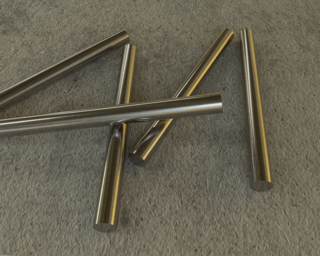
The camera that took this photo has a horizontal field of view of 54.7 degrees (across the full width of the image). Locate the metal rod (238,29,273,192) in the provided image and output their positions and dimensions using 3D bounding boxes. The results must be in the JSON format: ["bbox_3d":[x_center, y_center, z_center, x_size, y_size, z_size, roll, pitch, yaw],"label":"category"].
[{"bbox_3d":[0.132,-0.048,0.445,0.025,0.025,0.300,5,50,4],"label":"metal rod"}]

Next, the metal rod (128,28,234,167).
[{"bbox_3d":[0.045,-0.062,0.455,0.025,0.025,0.301,23,53,18],"label":"metal rod"}]

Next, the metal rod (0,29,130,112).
[{"bbox_3d":[-0.168,-0.078,0.466,0.025,0.025,0.302,38,59,27],"label":"metal rod"}]

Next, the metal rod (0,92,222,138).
[{"bbox_3d":[-0.077,-0.014,0.384,0.302,0.025,0.025,-6,50,6],"label":"metal rod"}]

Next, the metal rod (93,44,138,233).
[{"bbox_3d":[-0.053,-0.013,0.412,0.025,0.025,0.300,1,50,1],"label":"metal rod"}]
